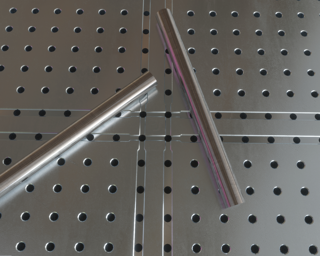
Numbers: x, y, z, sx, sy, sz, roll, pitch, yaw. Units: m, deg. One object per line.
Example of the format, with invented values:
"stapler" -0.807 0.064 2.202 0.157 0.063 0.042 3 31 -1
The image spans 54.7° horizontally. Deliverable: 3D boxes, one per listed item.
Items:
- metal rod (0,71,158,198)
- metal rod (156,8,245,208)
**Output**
"metal rod" -0.128 0.019 0.403 0.301 0.025 0.025 -37 75 -13
"metal rod" 0.049 -0.040 0.426 0.025 0.025 0.299 -16 71 -6
